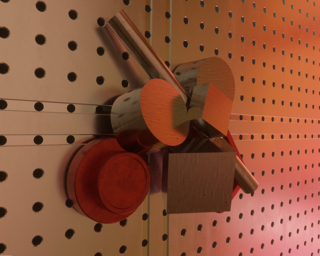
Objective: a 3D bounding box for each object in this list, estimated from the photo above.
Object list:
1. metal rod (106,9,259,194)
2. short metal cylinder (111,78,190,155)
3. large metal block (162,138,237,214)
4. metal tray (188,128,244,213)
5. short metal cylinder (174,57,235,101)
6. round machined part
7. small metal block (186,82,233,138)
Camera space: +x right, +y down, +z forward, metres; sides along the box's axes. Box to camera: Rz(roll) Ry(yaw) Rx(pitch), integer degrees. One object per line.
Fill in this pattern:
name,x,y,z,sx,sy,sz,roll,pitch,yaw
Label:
metal rod,0.040,-0.022,0.406,0.300,0.025,0.025,49,60,-18
short metal cylinder,-0.010,-0.012,0.365,0.080,0.050,0.080,22,58,-41
large metal block,0.046,0.059,0.393,0.081,0.050,0.079,-1,107,-7
metal tray,0.080,0.052,0.468,0.090,0.030,0.130,-44,117,-31
short metal cylinder,0.062,-0.057,0.441,0.081,0.050,0.079,0,90,-40
round machined part,-0.050,0.059,0.351,0.099,0.042,0.097,0,90,-40
small metal block,0.063,-0.021,0.389,0.050,0.025,0.050,33,62,-35
